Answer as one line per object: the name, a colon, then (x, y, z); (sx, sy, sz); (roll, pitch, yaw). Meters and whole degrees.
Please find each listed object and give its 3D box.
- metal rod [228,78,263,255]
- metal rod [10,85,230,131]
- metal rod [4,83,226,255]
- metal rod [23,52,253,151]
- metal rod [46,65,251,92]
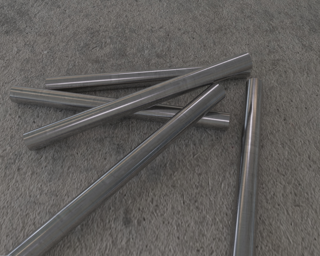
metal rod: (0.103, 0.047, 0.363); (0.025, 0.025, 0.300); (11, 51, 9)
metal rod: (-0.058, -0.028, 0.426); (0.302, 0.025, 0.025); (8, 51, 6)
metal rod: (-0.032, 0.041, 0.349); (0.301, 0.025, 0.025); (-40, 60, -22)
metal rod: (-0.024, -0.036, 0.399); (0.302, 0.025, 0.025); (-21, 53, -4)
metal rod: (-0.014, -0.076, 0.466); (0.302, 0.025, 0.025); (-5, 50, -5)
